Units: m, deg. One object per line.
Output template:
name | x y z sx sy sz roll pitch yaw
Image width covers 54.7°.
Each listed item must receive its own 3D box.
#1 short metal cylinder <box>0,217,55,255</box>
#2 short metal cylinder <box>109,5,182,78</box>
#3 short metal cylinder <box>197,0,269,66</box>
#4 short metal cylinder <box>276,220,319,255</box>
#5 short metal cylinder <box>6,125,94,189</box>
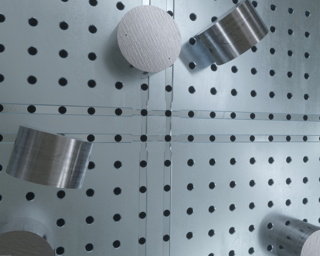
short metal cylinder | -0.158 0.145 0.341 0.081 0.050 0.079 0 90 -20
short metal cylinder | -0.020 -0.106 0.392 0.081 0.050 0.079 0 90 -20
short metal cylinder | 0.097 -0.129 0.419 0.080 0.080 0.050 -41 103 -15
short metal cylinder | 0.232 0.191 0.485 0.081 0.050 0.079 0 90 -20
short metal cylinder | -0.118 0.031 0.340 0.081 0.080 0.050 16 85 -20
